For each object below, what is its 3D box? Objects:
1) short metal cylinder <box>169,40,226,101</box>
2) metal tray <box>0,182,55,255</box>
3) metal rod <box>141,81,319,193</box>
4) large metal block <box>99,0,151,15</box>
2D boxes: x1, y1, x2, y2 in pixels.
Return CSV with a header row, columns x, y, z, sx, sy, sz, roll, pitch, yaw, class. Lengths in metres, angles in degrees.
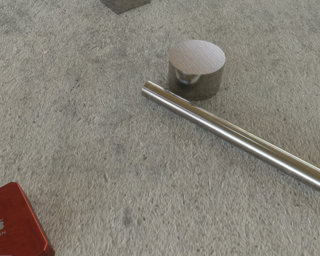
x,y,z,sx,sy,sz,roll,pitch,yaw,class
0.053,-0.086,0.460,0.081,0.050,0.080,0,50,0,short metal cylinder
-0.182,0.121,0.297,0.131,0.030,0.090,-29,56,-22,metal tray
0.101,0.012,0.393,0.300,0.025,0.025,30,56,23,metal rod
-0.075,-0.279,0.621,0.081,0.050,0.080,-30,56,-23,large metal block
